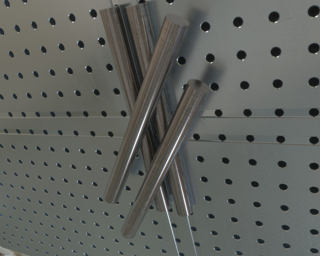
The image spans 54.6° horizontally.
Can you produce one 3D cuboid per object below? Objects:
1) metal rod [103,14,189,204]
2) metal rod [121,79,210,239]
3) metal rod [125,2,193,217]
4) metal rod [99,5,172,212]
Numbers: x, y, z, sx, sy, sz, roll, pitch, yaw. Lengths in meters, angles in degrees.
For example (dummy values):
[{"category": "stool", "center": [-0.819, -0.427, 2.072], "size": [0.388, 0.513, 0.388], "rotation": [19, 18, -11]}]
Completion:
[{"category": "metal rod", "center": [-0.030, 0.001, 0.397], "size": [0.025, 0.025, 0.298], "rotation": [30, 128, 9]}, {"category": "metal rod", "center": [-0.005, 0.063, 0.421], "size": [0.025, 0.025, 0.298], "rotation": [30, 128, 9]}, {"category": "metal rod", "center": [0.005, -0.005, 0.406], "size": [0.025, 0.025, 0.298], "rotation": [1, 119, 28]}, {"category": "metal rod", "center": [-0.026, -0.008, 0.421], "size": [0.025, 0.025, 0.298], "rotation": [1, 119, 28]}]
